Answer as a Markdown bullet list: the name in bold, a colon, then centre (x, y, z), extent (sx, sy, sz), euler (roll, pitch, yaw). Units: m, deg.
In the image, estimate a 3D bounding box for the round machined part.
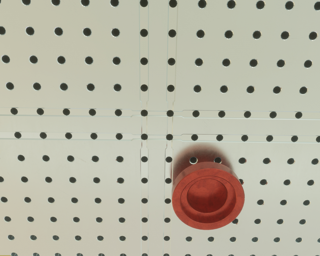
- **round machined part**: centre (0.066, 0.091, 0.438), extent (0.099, 0.042, 0.097), euler (0, 110, 0)
